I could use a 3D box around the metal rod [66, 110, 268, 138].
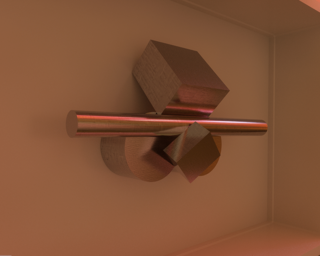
[{"bbox_3d":[0.037,-0.002,0.373,0.302,0.025,0.025,1,90,-40],"label":"metal rod"}]

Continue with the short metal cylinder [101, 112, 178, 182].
[{"bbox_3d":[-0.023,0.021,0.372,0.081,0.050,0.079,0,90,-40],"label":"short metal cylinder"}]

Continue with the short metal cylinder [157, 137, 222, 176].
[{"bbox_3d":[0.039,0.023,0.424,0.081,0.050,0.079,0,90,-40],"label":"short metal cylinder"}]

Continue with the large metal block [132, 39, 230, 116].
[{"bbox_3d":[0.025,-0.058,0.384,0.081,0.050,0.080,1,46,-40],"label":"large metal block"}]

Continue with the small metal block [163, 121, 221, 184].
[{"bbox_3d":[0.038,0.029,0.360,0.050,0.025,0.050,-42,137,-9],"label":"small metal block"}]
